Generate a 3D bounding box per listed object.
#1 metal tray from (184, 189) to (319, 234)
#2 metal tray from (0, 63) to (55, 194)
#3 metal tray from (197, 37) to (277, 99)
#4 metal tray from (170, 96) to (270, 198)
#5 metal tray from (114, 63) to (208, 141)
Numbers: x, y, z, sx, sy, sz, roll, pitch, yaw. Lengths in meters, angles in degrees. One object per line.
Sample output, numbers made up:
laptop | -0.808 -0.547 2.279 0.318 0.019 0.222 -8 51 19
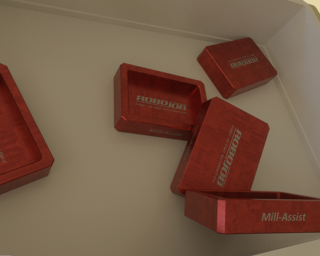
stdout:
metal tray | 0.102 0.086 0.329 0.131 0.090 0.030 5 84 -16
metal tray | -0.176 0.002 0.306 0.091 0.030 0.130 -22 73 -36
metal tray | 0.138 -0.109 0.546 0.131 0.030 0.090 -22 74 -36
metal tray | 0.079 0.037 0.395 0.090 0.030 0.130 26 74 -13
metal tray | 0.004 -0.033 0.426 0.131 0.030 0.090 9 58 -24
